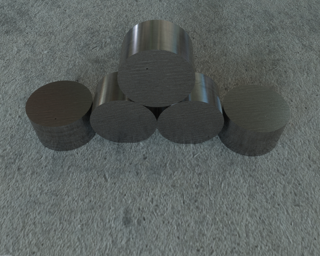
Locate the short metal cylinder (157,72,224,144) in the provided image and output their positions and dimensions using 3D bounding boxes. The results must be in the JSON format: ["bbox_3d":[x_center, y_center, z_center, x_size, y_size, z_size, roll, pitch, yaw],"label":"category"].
[{"bbox_3d":[0.037,-0.023,0.389,0.080,0.080,0.050,0,49,0],"label":"short metal cylinder"}]

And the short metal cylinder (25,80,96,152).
[{"bbox_3d":[-0.124,-0.016,0.401,0.081,0.050,0.080,0,50,0],"label":"short metal cylinder"}]

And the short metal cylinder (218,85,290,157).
[{"bbox_3d":[0.117,-0.010,0.397,0.081,0.050,0.080,0,50,0],"label":"short metal cylinder"}]

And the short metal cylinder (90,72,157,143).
[{"bbox_3d":[-0.044,-0.024,0.389,0.080,0.080,0.050,0,50,0],"label":"short metal cylinder"}]

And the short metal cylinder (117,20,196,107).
[{"bbox_3d":[-0.003,-0.068,0.336,0.080,0.080,0.050,1,51,0],"label":"short metal cylinder"}]
